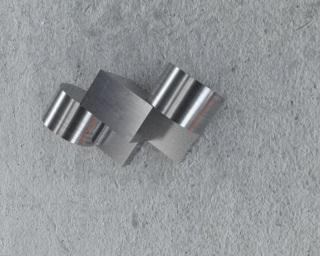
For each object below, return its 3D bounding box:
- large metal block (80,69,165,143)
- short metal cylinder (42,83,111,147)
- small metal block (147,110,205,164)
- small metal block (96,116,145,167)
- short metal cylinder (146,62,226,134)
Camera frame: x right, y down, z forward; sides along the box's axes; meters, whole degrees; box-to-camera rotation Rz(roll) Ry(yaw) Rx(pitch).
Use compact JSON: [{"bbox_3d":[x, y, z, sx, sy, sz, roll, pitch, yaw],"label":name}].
[{"bbox_3d":[-0.039,-0.026,0.395,0.080,0.080,0.050,37,102,16],"label":"large metal block"},{"bbox_3d":[-0.110,-0.018,0.420,0.080,0.080,0.050,37,102,16],"label":"short metal cylinder"},{"bbox_3d":[0.021,0.011,0.403,0.050,0.025,0.050,37,102,16],"label":"small metal block"},{"bbox_3d":[-0.053,0.017,0.429,0.050,0.025,0.050,37,102,16],"label":"small metal block"},{"bbox_3d":[0.031,-0.036,0.370,0.080,0.080,0.050,37,102,16],"label":"short metal cylinder"}]
